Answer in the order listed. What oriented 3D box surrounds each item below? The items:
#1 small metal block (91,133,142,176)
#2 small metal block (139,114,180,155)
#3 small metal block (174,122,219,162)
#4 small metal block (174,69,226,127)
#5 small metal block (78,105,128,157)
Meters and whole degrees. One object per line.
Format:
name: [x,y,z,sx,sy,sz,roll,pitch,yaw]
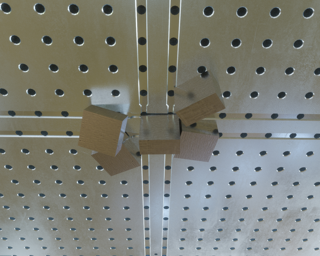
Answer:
small metal block: [-0.061,0.037,0.443,0.050,0.025,0.050,-22,127,17]
small metal block: [0.000,0.008,0.402,0.050,0.050,0.025,-1,130,1]
small metal block: [0.048,0.018,0.427,0.050,0.025,0.050,8,130,-7]
small metal block: [0.045,-0.036,0.365,0.050,0.050,0.025,-26,126,20]
small metal block: [-0.073,0.003,0.396,0.050,0.025,0.050,17,111,5]
